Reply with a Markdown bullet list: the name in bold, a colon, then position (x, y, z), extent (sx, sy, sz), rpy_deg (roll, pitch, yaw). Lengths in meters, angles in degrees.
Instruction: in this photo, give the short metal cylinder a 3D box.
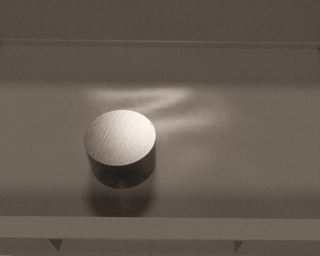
- **short metal cylinder**: position (-0.045, 0.025, 0.368), extent (0.081, 0.050, 0.080), rpy_deg (0, 50, 0)
